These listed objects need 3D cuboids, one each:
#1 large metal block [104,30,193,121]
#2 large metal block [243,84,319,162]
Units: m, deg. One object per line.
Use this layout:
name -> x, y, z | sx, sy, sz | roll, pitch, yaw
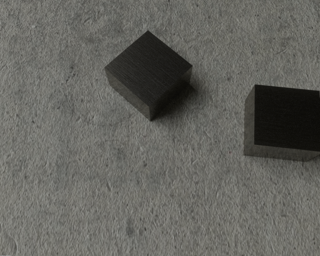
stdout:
large metal block -> -0.015, -0.070, 0.420 | 0.080, 0.050, 0.080 | 42, 75, 13
large metal block -> 0.155, -0.005, 0.398 | 0.080, 0.050, 0.080 | 6, 70, 2
